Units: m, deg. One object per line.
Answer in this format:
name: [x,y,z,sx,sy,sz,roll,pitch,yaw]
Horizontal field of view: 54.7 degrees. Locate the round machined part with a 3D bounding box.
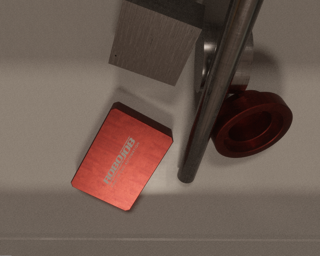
round machined part: [0.108,-0.009,0.386,0.099,0.042,0.097,-11,140,-9]

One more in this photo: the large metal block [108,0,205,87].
large metal block: [-0.005,-0.103,0.343,0.080,0.050,0.079,18,138,-7]

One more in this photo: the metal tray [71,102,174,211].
metal tray: [-0.052,0.041,0.423,0.090,0.030,0.129,28,107,-11]

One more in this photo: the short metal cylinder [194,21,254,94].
short metal cylinder: [0.069,-0.079,0.354,0.050,0.080,0.079,1,110,-1]

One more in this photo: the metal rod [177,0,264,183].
metal rod: [0.056,-0.031,0.329,0.025,0.025,0.298,7,138,-3]
